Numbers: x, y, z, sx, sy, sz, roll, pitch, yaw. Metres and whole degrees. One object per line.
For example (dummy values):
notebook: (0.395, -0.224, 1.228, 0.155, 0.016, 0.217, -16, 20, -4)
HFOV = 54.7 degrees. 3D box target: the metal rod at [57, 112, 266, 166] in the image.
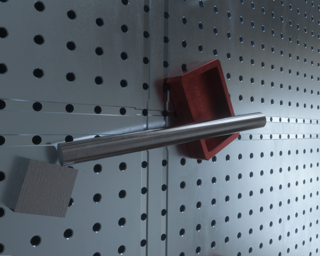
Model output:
metal rod: (0.025, 0.008, 0.400, 0.303, 0.025, 0.025, -9, 96, -30)

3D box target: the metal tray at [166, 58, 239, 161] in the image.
metal tray: (0.068, -0.028, 0.465, 0.091, 0.030, 0.129, -31, 110, -36)

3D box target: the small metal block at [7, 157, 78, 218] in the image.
small metal block: (-0.117, 0.060, 0.312, 0.050, 0.025, 0.050, 21, 77, -38)
